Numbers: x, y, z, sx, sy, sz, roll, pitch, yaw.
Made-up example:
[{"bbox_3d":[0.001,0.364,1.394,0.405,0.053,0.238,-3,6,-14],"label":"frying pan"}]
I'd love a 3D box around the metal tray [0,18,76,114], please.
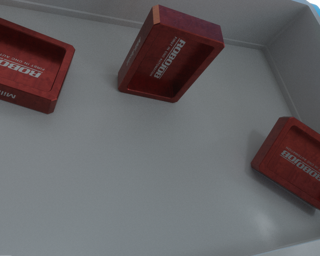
[{"bbox_3d":[-0.174,-0.078,0.355,0.131,0.030,0.090,19,54,-18],"label":"metal tray"}]

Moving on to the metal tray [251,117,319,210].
[{"bbox_3d":[0.211,0.053,0.451,0.130,0.030,0.090,32,89,-7],"label":"metal tray"}]

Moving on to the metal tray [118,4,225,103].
[{"bbox_3d":[0.009,-0.085,0.395,0.091,0.129,0.030,10,58,-23],"label":"metal tray"}]
